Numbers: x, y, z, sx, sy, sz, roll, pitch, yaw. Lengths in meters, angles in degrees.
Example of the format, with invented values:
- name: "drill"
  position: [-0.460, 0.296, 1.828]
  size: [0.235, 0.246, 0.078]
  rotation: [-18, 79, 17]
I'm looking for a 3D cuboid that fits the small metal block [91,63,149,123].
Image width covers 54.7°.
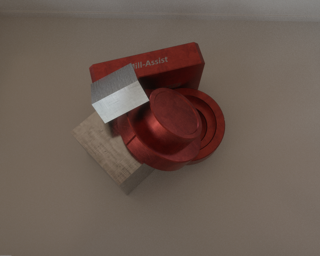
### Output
- name: "small metal block"
  position: [-0.043, -0.038, 0.323]
  size: [0.050, 0.025, 0.050]
  rotation: [-27, 33, 3]

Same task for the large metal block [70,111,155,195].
- name: "large metal block"
  position: [-0.051, 0.029, 0.368]
  size: [0.050, 0.080, 0.080]
  rotation: [-42, 76, -14]

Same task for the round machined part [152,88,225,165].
- name: "round machined part"
  position: [0.031, 0.001, 0.400]
  size: [0.099, 0.042, 0.098]
  rotation: [0, 70, -1]

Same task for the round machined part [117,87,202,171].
- name: "round machined part"
  position: [0.007, -0.005, 0.340]
  size: [0.099, 0.042, 0.098]
  rotation: [24, 43, -24]

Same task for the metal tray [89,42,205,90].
- name: "metal tray"
  position: [-0.015, -0.059, 0.394]
  size: [0.131, 0.090, 0.030]
  rotation: [-14, 72, -6]
